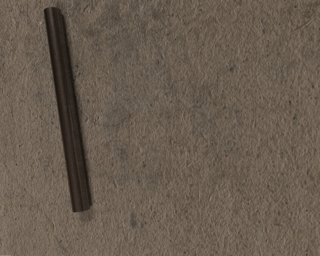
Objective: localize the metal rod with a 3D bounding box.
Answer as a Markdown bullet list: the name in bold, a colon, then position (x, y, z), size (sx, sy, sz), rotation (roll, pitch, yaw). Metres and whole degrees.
- **metal rod**: position (-0.137, -0.028, 0.455), size (0.025, 0.025, 0.298), rotation (-10, 87, 19)
